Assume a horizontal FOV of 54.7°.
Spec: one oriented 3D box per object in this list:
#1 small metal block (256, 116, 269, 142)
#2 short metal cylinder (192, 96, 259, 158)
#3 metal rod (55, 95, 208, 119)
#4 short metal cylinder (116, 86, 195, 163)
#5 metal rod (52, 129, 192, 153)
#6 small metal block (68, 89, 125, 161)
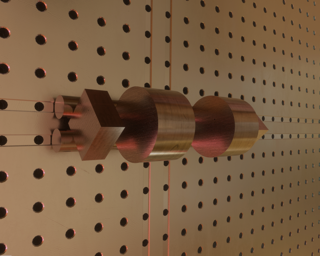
[{"bbox_3d":[0.126,0.000,0.469,0.025,0.050,0.050,1,49,-40],"label":"small metal block"},{"bbox_3d":[0.083,-0.002,0.414,0.050,0.080,0.080,1,90,-40],"label":"short metal cylinder"},{"bbox_3d":[0.011,-0.020,0.419,0.302,0.025,0.025,1,90,-40],"label":"metal rod"},{"bbox_3d":[-0.008,-0.003,0.338,0.050,0.080,0.080,1,90,-40],"label":"short metal cylinder"},{"bbox_3d":[0.009,0.015,0.417,0.302,0.025,0.025,1,90,-40],"label":"metal rod"},{"bbox_3d":[-0.065,-0.003,0.309,0.025,0.050,0.050,1,47,-40],"label":"small metal block"}]
